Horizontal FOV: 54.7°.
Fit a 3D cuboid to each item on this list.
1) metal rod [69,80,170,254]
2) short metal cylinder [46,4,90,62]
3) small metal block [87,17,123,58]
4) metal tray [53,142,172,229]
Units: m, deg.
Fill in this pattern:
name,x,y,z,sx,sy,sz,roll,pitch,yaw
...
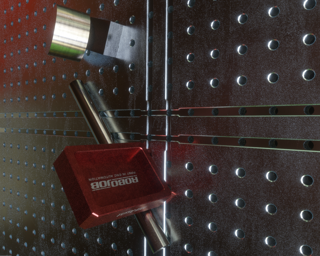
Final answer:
name,x,y,z,sx,sy,sz,roll,pitch,yaw
metal rod,-0.070,0.043,0.467,0.025,0.025,0.299,-47,62,30
short metal cylinder,-0.149,-0.151,0.499,0.080,0.050,0.080,-25,61,57
small metal block,-0.088,-0.142,0.483,0.050,0.025,0.050,25,106,37
metal tray,-0.054,0.064,0.386,0.030,0.131,0.090,-46,62,30
